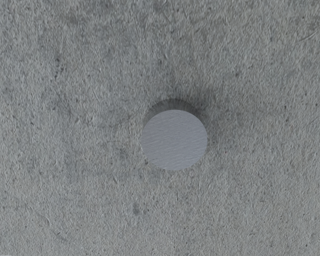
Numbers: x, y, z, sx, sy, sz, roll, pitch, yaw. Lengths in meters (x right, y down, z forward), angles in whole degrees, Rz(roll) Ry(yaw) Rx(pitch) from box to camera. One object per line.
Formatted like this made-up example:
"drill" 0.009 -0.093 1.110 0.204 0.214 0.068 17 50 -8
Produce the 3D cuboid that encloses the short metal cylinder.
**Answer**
"short metal cylinder" 0.017 0.007 0.399 0.080 0.050 0.079 0 110 0
